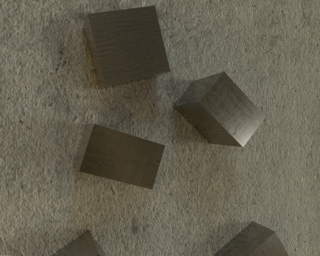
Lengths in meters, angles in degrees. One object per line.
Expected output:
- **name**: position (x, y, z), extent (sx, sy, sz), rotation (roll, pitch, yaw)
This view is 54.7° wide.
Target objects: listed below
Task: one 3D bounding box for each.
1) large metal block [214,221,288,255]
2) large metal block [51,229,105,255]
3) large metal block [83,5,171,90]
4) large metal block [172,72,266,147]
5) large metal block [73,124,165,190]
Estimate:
- **large metal block**: position (0.139, 0.198, 0.447), extent (0.080, 0.050, 0.080), rotation (-33, 101, -17)
- **large metal block**: position (-0.096, 0.169, 0.344), extent (0.080, 0.080, 0.050), rotation (-32, 101, -17)
- **large metal block**: position (-0.042, -0.097, 0.380), extent (0.081, 0.050, 0.080), rotation (-16, 95, -19)
- **large metal block**: position (0.074, -0.022, 0.407), extent (0.080, 0.080, 0.050), rotation (43, 77, -15)
- **large metal block**: position (-0.051, 0.031, 0.361), extent (0.081, 0.080, 0.050), rotation (18, 84, -19)
